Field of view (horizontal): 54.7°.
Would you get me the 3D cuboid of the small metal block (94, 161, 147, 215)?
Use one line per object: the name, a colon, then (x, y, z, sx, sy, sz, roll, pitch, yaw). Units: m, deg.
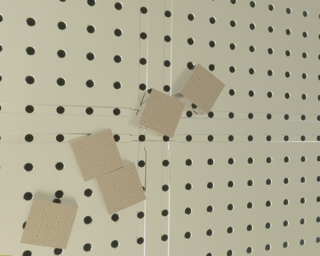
small metal block: (-0.051, 0.075, 0.395, 0.050, 0.025, 0.050, -20, 97, -19)

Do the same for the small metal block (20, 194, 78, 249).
small metal block: (-0.130, 0.110, 0.365, 0.050, 0.025, 0.050, 17, 84, -20)

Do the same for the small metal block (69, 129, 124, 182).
small metal block: (-0.079, 0.032, 0.384, 0.050, 0.025, 0.050, -21, 97, -19)

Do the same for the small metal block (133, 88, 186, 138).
small metal block: (-0.001, -0.019, 0.413, 0.050, 0.025, 0.050, 23, 82, -19)

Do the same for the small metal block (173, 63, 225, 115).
small metal block: (0.055, -0.054, 0.434, 0.050, 0.025, 0.050, 35, 78, -17)
